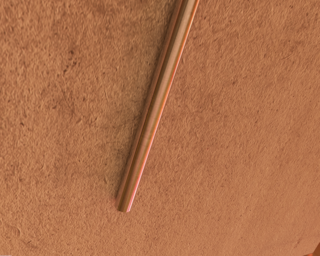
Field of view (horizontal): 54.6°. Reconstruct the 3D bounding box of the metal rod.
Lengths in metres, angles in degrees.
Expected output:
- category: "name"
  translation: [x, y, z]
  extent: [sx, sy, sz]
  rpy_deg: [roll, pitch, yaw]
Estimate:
- category: "metal rod"
  translation: [-0.010, -0.018, 0.389]
  extent: [0.025, 0.025, 0.298]
  rpy_deg: [4, 116, -31]
